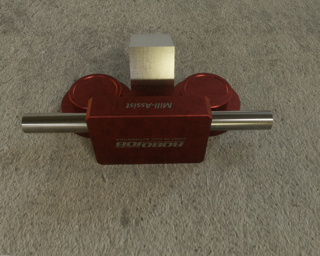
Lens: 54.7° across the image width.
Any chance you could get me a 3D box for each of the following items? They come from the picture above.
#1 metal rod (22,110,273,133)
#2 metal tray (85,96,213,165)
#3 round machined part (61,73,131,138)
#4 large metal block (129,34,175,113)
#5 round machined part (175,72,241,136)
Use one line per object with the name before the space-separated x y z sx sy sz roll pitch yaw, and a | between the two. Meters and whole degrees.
metal rod | -0.014 -0.008 0.385 0.302 0.025 0.025 -1 50 -1
metal tray | -0.012 0.005 0.358 0.131 0.089 0.030 -1 50 -1
round machined part | -0.085 -0.037 0.421 0.099 0.042 0.098 0 50 0
large metal block | -0.010 -0.072 0.394 0.050 0.079 0.080 -1 27 -2
round machined part | 0.061 -0.039 0.426 0.099 0.042 0.098 0 50 0
